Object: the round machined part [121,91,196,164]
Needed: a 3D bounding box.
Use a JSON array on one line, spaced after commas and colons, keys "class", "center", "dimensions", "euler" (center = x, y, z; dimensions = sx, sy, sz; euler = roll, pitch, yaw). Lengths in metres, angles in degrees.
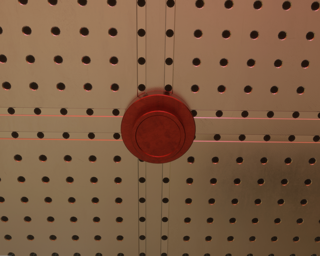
[{"class": "round machined part", "center": [-0.002, 0.004, 0.405], "dimensions": [0.099, 0.042, 0.097], "euler": [0, 110, -1]}]
